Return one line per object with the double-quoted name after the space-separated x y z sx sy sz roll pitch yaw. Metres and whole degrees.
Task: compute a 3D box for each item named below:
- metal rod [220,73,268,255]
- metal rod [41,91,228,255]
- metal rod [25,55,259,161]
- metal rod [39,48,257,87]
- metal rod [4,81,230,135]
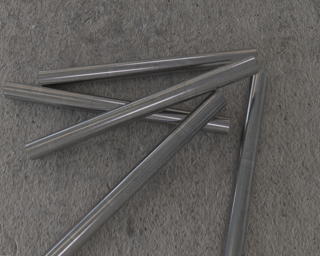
0.103 0.065 0.384 0.025 0.025 0.299 13 70 5 "metal rod"
-0.032 0.064 0.369 0.301 0.025 0.025 -44 76 -9 "metal rod"
-0.024 -0.024 0.389 0.301 0.025 0.025 -21 71 3 "metal rod"
-0.014 -0.086 0.439 0.302 0.025 0.025 -7 70 -3 "metal rod"
-0.059 -0.027 0.417 0.302 0.025 0.025 9 70 3 "metal rod"
